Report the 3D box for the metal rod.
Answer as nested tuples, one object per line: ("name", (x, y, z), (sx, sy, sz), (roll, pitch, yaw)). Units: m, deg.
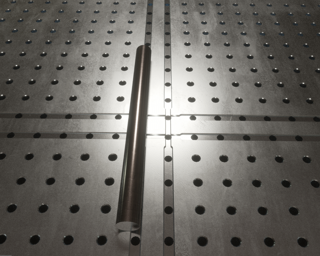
("metal rod", (-0.030, -0.013, 0.417), (0.025, 0.025, 0.300), (1, 50, 1))
